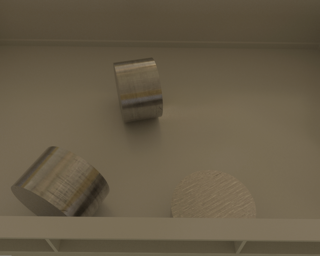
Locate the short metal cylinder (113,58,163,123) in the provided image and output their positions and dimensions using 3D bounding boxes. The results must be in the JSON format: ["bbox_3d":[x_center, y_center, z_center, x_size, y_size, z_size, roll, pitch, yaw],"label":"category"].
[{"bbox_3d":[-0.030,-0.050,0.411,0.050,0.080,0.080,-10,51,-9],"label":"short metal cylinder"}]

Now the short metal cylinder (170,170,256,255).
[{"bbox_3d":[0.051,0.090,0.314,0.081,0.050,0.080,0,50,0],"label":"short metal cylinder"}]

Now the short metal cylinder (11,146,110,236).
[{"bbox_3d":[-0.099,0.064,0.314,0.080,0.080,0.050,22,53,17],"label":"short metal cylinder"}]
